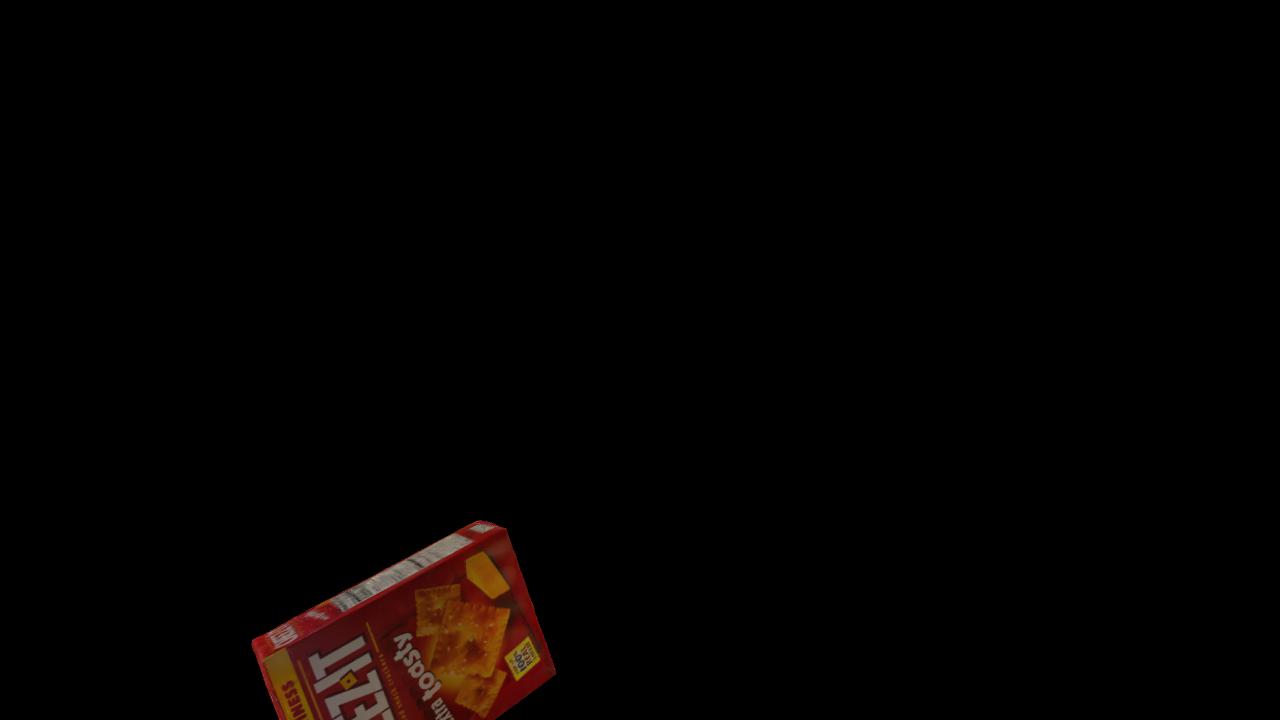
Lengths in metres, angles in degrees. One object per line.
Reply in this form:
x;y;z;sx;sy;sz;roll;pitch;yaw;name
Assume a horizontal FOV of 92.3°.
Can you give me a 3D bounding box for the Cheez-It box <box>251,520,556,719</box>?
-0.205;0.274;0.567;0.223;0.166;0.071;-22;8;-37;Cheez-It box
